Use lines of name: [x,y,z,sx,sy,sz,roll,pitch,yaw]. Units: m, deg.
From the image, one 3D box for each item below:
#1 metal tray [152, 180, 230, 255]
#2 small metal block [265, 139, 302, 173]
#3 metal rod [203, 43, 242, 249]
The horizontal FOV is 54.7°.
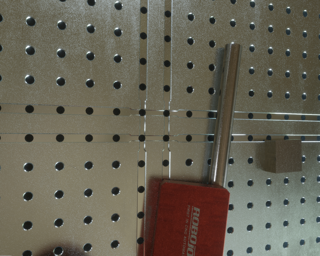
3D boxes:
metal tray: [0.038,0.139,0.411,0.091,0.030,0.129,7,88,-2]
small metal block: [0.194,0.043,0.486,0.050,0.025,0.050,-1,91,-21]
metal rod: [0.089,0.028,0.446,0.025,0.025,0.298,8,87,-20]
